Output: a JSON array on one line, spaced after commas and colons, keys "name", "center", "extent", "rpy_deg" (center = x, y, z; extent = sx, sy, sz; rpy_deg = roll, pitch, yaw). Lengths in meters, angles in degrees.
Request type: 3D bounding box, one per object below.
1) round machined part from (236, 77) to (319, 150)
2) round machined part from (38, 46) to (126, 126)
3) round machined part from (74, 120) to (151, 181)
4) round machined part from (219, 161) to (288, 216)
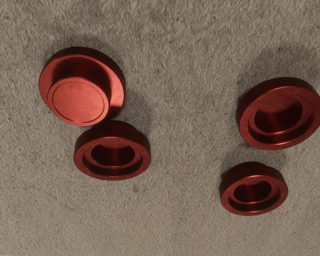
[{"name": "round machined part", "center": [0.142, -0.021, 0.380], "extent": [0.099, 0.042, 0.097], "rpy_deg": [-1, 130, 0]}, {"name": "round machined part", "center": [-0.091, -0.041, 0.360], "extent": [0.099, 0.042, 0.097], "rpy_deg": [-1, 130, 0]}, {"name": "round machined part", "center": [-0.062, 0.027, 0.411], "extent": [0.099, 0.042, 0.097], "rpy_deg": [-3, 139, -2]}, {"name": "round machined part", "center": [0.139, 0.089, 0.474], "extent": [0.099, 0.042, 0.097], "rpy_deg": [-1, 130, 0]}]
